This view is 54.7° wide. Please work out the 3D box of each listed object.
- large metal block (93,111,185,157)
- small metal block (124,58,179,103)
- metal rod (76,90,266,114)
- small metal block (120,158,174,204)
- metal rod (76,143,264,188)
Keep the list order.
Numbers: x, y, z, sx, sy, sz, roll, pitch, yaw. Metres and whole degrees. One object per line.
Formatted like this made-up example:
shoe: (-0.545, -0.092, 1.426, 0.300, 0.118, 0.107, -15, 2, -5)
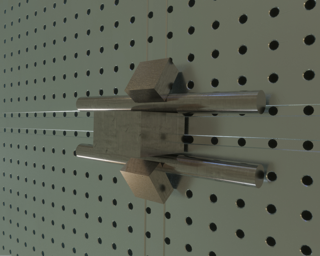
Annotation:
large metal block: (-0.026, 0.005, 0.389, 0.080, 0.081, 0.050, 3, 92, 40)
small metal block: (-0.010, -0.061, 0.398, 0.050, 0.025, 0.050, 2, 57, 39)
metal rod: (-0.012, -0.033, 0.413, 0.300, 0.025, 0.025, 3, 92, 39)
small metal block: (-0.017, 0.068, 0.403, 0.050, 0.025, 0.050, 4, 130, 39)
metal rod: (-0.013, 0.044, 0.415, 0.300, 0.025, 0.025, 3, 92, 39)
